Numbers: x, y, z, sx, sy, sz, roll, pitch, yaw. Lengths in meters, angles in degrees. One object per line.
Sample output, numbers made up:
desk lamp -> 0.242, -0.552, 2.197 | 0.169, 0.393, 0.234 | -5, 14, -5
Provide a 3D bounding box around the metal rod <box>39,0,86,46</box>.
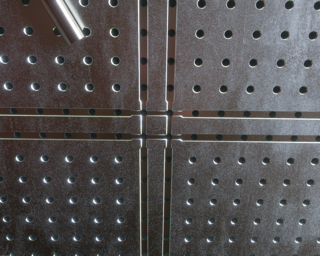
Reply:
metal rod -> -0.171, -0.228, 0.327 | 0.025, 0.025, 0.299 | -27, 108, 9
